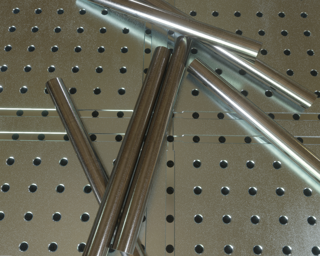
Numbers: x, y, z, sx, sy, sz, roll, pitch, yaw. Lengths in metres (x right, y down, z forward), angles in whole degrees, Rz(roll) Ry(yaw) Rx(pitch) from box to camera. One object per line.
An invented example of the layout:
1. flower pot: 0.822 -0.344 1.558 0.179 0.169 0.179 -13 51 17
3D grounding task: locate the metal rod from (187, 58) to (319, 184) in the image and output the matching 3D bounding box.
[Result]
1. metal rod: 0.154 0.009 0.409 0.300 0.025 0.025 43 76 14

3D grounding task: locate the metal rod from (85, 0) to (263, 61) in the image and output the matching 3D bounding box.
1. metal rod: 0.000 -0.162 0.454 0.301 0.025 0.025 24 72 15

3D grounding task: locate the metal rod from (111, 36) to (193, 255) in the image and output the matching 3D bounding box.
1. metal rod: -0.002 0.003 0.396 0.025 0.025 0.300 14 65 5

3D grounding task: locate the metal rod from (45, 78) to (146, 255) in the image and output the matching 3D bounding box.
1. metal rod: -0.078 0.062 0.388 0.025 0.025 0.299 -26 72 -9

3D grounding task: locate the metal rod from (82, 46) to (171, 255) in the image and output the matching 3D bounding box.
1. metal rod: -0.034 0.018 0.387 0.025 0.025 0.300 14 64 5

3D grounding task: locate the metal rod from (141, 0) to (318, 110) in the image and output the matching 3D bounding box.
1. metal rod: 0.089 -0.121 0.456 0.300 0.025 0.025 36 74 12
